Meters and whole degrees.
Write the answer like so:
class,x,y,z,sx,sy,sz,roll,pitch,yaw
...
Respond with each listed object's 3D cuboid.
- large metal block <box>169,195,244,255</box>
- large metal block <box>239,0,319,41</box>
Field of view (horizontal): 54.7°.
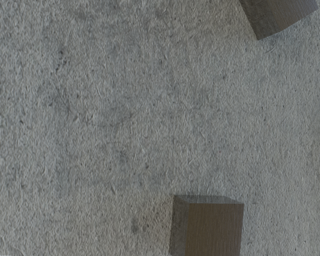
class,x,y,z,sx,sy,sz,roll,pitch,yaw
large metal block,0.062,0.136,0.419,0.081,0.050,0.080,6,88,-20
large metal block,0.173,-0.189,0.459,0.080,0.050,0.080,-33,101,-17
